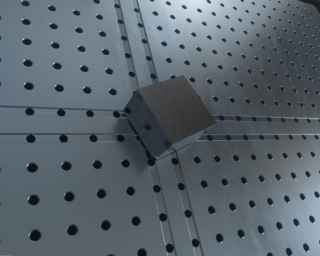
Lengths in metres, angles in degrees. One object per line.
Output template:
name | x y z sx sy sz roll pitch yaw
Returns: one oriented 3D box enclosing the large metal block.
large metal block | 0.013 -0.015 0.406 0.081 0.050 0.080 -23 74 -37
